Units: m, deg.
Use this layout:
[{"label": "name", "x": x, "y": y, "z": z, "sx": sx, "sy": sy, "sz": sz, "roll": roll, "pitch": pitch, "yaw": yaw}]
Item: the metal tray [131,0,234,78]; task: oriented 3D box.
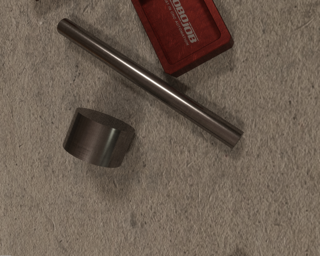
[{"label": "metal tray", "x": 0.025, "y": -0.142, "z": 0.396, "sx": 0.090, "sy": 0.030, "sz": 0.129, "roll": -27, "pitch": 81, "yaw": 17}]

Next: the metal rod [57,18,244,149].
[{"label": "metal rod", "x": -0.024, "y": -0.068, "z": 0.416, "sx": 0.300, "sy": 0.025, "sz": 0.025, "roll": 35, "pitch": 101, "yaw": 16}]

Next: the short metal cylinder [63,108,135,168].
[{"label": "short metal cylinder", "x": -0.079, "y": 0.012, "z": 0.407, "sx": 0.080, "sy": 0.080, "sz": 0.050, "roll": 25, "pitch": 98, "yaw": 18}]
